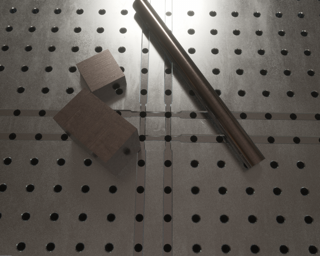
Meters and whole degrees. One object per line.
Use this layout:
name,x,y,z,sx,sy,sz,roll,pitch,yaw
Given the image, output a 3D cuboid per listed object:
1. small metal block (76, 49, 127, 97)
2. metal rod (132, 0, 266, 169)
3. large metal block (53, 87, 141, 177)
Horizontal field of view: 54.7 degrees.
small metal block,-0.082,-0.076,0.439,0.050,0.025,0.050,-29,73,-11
metal rod,0.046,-0.074,0.439,0.025,0.025,0.299,-30,73,-11
large metal block,-0.072,0.008,0.379,0.080,0.080,0.050,38,74,12
